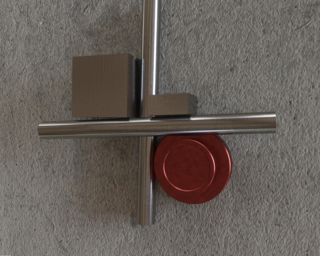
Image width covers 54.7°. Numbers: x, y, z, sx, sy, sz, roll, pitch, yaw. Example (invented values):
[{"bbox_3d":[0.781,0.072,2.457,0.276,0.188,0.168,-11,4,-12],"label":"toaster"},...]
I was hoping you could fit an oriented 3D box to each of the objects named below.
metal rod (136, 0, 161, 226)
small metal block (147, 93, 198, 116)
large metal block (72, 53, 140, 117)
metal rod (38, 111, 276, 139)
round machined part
[{"bbox_3d":[-0.015,-0.022,0.414,0.025,0.025,0.298,2,91,19],"label":"metal rod"},{"bbox_3d":[0.017,-0.028,0.390,0.050,0.050,0.025,-1,90,19],"label":"small metal block"},{"bbox_3d":[-0.070,-0.054,0.420,0.080,0.050,0.079,1,90,19],"label":"large metal block"},{"bbox_3d":[-0.015,-0.001,0.388,0.301,0.025,0.025,-2,90,15],"label":"metal rod"},{"bbox_3d":[0.038,0.047,0.386,0.098,0.042,0.097,0,90,19],"label":"round machined part"}]
